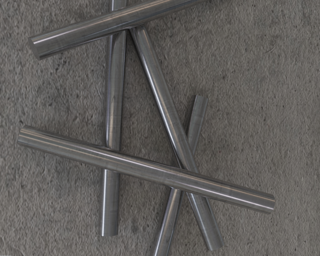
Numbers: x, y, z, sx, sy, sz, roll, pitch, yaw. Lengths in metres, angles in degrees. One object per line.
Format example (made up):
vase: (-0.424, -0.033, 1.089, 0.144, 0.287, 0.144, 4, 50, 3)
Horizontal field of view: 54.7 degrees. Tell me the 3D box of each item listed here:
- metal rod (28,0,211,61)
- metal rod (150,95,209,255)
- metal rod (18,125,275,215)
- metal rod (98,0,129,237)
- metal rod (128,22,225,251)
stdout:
metal rod: (-0.010, -0.146, 0.383, 0.302, 0.025, 0.025, -29, 100, -26)
metal rod: (0.017, 0.102, 0.415, 0.025, 0.025, 0.299, 17, 84, -19)
metal rod: (-0.012, 0.050, 0.364, 0.302, 0.025, 0.025, 16, 84, -4)
metal rod: (-0.058, -0.018, 0.387, 0.025, 0.025, 0.298, 3, 89, -20)
metal rod: (0.020, 0.009, 0.395, 0.025, 0.025, 0.299, -19, 89, -19)
